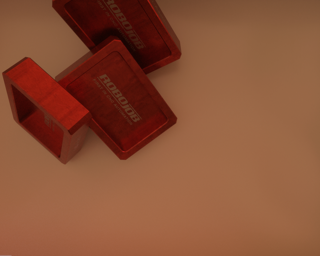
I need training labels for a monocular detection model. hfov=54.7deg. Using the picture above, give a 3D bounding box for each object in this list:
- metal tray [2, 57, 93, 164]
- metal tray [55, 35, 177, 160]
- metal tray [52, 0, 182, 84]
[{"bbox_3d":[-0.129,-0.012,0.358,0.090,0.129,0.030,42,62,-1],"label":"metal tray"},{"bbox_3d":[-0.050,-0.033,0.376,0.090,0.030,0.130,-37,120,2],"label":"metal tray"},{"bbox_3d":[-0.044,-0.117,0.356,0.090,0.030,0.130,-22,134,20],"label":"metal tray"}]
